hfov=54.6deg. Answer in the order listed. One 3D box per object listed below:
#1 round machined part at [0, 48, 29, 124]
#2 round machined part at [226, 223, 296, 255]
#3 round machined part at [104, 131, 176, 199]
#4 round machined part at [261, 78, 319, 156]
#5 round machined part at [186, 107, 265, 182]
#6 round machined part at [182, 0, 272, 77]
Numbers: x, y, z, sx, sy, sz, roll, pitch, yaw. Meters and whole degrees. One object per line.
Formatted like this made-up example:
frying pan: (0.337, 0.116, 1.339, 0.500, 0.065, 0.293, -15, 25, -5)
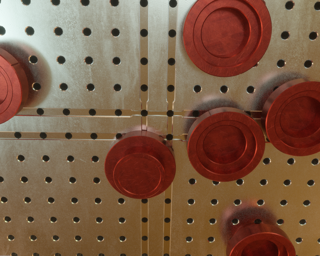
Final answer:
round machined part: (-0.211, -0.055, 0.383, 0.099, 0.042, 0.097, 0, 110, 0)
round machined part: (0.150, 0.186, 0.474, 0.099, 0.042, 0.097, 0, 110, 0)
round machined part: (-0.027, 0.056, 0.425, 0.099, 0.042, 0.097, 0, 110, 0)
round machined part: (0.179, -0.016, 0.400, 0.099, 0.042, 0.097, 0, 110, 0)
round machined part: (0.084, 0.018, 0.412, 0.099, 0.042, 0.097, 0, 110, 0)
round machined part: (0.075, -0.112, 0.364, 0.099, 0.042, 0.097, 0, 110, 0)
